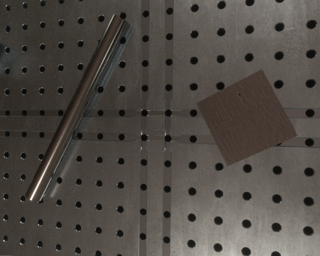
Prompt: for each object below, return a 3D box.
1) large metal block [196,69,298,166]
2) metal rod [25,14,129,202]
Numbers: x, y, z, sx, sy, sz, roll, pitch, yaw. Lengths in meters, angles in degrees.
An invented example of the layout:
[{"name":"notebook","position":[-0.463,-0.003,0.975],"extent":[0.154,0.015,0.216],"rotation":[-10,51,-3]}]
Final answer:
[{"name":"large metal block","position":[0.101,-0.011,0.363],"extent":[0.080,0.050,0.080],"rotation":[-27,81,17]},{"name":"metal rod","position":[-0.125,-0.023,0.455],"extent":[0.025,0.025,0.299],"rotation":[32,100,17]}]
